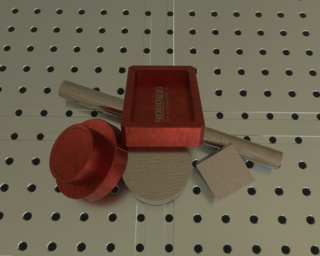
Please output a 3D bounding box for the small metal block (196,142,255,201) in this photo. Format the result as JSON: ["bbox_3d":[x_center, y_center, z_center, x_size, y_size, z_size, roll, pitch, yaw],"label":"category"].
[{"bbox_3d":[0.078,0.052,0.377,0.050,0.025,0.050,-31,89,6],"label":"small metal block"}]

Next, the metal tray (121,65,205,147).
[{"bbox_3d":[0.003,-0.032,0.386,0.091,0.030,0.130,0,41,-1],"label":"metal tray"}]

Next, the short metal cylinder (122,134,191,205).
[{"bbox_3d":[-0.004,0.050,0.376,0.081,0.050,0.080,0,70,0],"label":"short metal cylinder"}]

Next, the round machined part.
[{"bbox_3d":[-0.089,0.033,0.361,0.098,0.042,0.098,-15,61,29],"label":"round machined part"}]

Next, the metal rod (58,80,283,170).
[{"bbox_3d":[0.009,-0.006,0.410,0.301,0.025,0.025,19,71,6],"label":"metal rod"}]
